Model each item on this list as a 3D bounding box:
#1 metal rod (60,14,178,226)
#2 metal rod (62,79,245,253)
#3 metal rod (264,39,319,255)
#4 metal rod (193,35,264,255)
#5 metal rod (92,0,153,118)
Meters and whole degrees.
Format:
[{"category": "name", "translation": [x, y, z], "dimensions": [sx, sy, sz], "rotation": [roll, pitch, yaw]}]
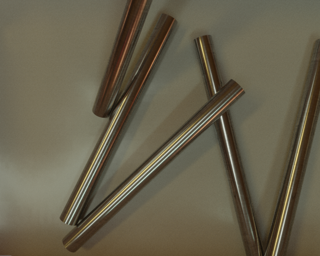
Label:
[{"category": "metal rod", "translation": [-0.054, -0.011, 0.410], "dimensions": [0.025, 0.025, 0.299], "rotation": [26, 90, -1]}, {"category": "metal rod", "translation": [-0.011, 0.051, 0.397], "dimensions": [0.300, 0.025, 0.025], "rotation": [-44, 91, 5]}, {"category": "metal rod", "translation": [0.183, 0.029, 0.404], "dimensions": [0.025, 0.025, 0.298], "rotation": [15, 86, -1]}, {"category": "metal rod", "translation": [0.092, 0.026, 0.412], "dimensions": [0.025, 0.025, 0.298], "rotation": [-14, 90, 0]}, {"category": "metal rod", "translation": [-0.023, -0.131, 0.329], "dimensions": [0.025, 0.025, 0.298], "rotation": [26, 125, -1]}]
